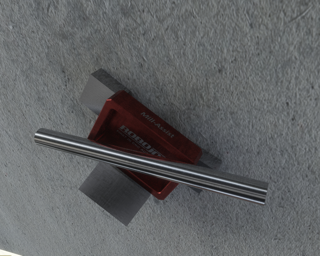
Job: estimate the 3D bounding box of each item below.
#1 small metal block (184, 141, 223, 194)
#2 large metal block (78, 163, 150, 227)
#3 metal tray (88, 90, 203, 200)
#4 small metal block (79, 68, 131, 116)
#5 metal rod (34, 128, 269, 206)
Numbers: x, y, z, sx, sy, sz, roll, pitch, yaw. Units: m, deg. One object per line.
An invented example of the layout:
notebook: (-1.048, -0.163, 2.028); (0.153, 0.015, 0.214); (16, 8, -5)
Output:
small metal block: (0.047, 0.053, 0.415); (0.050, 0.025, 0.050); (33, 129, 6)
large metal block: (-0.059, 0.087, 0.445); (0.080, 0.080, 0.050); (37, 87, 3)
metal tray: (-0.023, 0.024, 0.397); (0.130, 0.030, 0.089); (37, 129, 2)
small metal block: (-0.075, -0.044, 0.419); (0.050, 0.025, 0.050); (38, 129, 2)
metal rod: (-0.027, 0.040, 0.375); (0.301, 0.025, 0.025); (12, 123, 21)
